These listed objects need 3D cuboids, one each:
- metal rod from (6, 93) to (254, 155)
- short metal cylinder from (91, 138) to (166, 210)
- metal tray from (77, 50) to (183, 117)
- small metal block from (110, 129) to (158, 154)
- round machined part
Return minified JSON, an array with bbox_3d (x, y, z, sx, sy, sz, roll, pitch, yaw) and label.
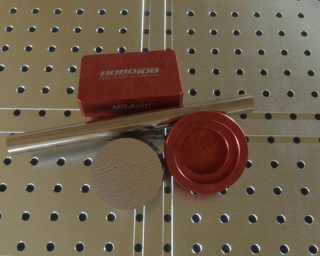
[{"bbox_3d":[-0.032,-0.006,0.386,0.302,0.025,0.025,-10,71,-4],"label":"metal rod"},{"bbox_3d":[-0.035,0.051,0.367,0.080,0.050,0.079,0,88,5],"label":"short metal cylinder"},{"bbox_3d":[-0.039,-0.062,0.416,0.131,0.030,0.090,-4,51,-3],"label":"metal tray"},{"bbox_3d":[-0.035,0.013,0.415,0.050,0.025,0.050,17,71,5],"label":"small metal block"},{"bbox_3d":[0.054,0.028,0.381,0.099,0.042,0.097,0,92,-4],"label":"round machined part"}]
